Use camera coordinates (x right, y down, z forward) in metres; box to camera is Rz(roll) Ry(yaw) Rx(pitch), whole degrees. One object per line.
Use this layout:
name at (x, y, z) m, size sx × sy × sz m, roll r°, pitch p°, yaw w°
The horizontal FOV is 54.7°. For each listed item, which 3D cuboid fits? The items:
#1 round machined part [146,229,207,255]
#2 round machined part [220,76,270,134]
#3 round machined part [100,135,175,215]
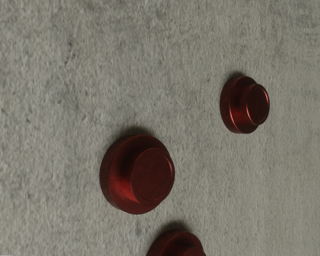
round machined part at (0.028, 0.191, 0.420) m, size 0.099 × 0.042 × 0.097 m, roll 0°, pitch 90°, yaw -40°
round machined part at (0.148, -0.039, 0.521) m, size 0.099 × 0.042 × 0.097 m, roll 0°, pitch 90°, yaw -40°
round machined part at (-0.020, 0.057, 0.379) m, size 0.099 × 0.042 × 0.097 m, roll 0°, pitch 90°, yaw -40°
